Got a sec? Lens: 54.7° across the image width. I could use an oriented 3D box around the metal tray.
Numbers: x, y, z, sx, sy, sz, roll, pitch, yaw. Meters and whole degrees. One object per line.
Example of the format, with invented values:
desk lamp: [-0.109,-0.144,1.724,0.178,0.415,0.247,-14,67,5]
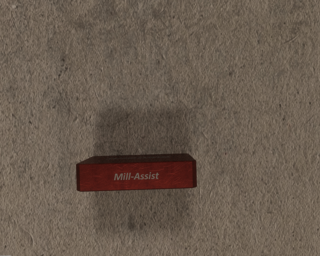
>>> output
metal tray: [-0.026,0.051,0.377,0.131,0.090,0.030,-2,90,-1]
